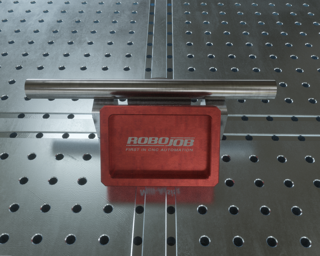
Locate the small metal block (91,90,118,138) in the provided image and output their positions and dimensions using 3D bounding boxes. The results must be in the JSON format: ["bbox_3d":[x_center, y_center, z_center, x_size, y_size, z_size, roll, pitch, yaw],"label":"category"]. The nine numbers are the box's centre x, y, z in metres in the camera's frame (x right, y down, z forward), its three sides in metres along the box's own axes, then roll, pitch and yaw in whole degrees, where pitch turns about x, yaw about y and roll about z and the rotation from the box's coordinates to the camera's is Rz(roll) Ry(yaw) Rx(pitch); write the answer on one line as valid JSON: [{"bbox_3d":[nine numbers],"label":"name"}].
[{"bbox_3d":[-0.070,-0.022,0.409,0.025,0.050,0.050,-1,50,0],"label":"small metal block"}]

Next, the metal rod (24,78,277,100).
[{"bbox_3d":[-0.011,-0.048,0.382,0.302,0.025,0.025,0,50,0],"label":"metal rod"}]

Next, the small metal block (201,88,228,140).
[{"bbox_3d":[0.069,-0.019,0.408,0.025,0.050,0.050,-1,50,0],"label":"small metal block"}]

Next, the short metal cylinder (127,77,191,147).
[{"bbox_3d":[-0.001,-0.022,0.409,0.080,0.050,0.080,0,50,0],"label":"short metal cylinder"}]

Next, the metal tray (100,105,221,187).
[{"bbox_3d":[0.000,0.019,0.352,0.131,0.089,0.030,0,7,0],"label":"metal tray"}]
